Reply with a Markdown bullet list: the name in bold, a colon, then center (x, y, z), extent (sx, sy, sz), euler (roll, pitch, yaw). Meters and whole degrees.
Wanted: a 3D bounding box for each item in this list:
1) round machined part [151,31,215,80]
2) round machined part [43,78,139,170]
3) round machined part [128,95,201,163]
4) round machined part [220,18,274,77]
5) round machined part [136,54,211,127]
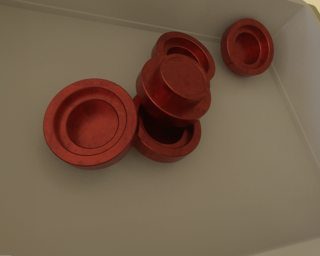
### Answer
- **round machined part**: center (0.031, -0.096, 0.472), extent (0.099, 0.042, 0.098), euler (14, 56, -21)
- **round machined part**: center (-0.072, -0.002, 0.341), extent (0.099, 0.042, 0.098), euler (-1, 71, 2)
- **round machined part**: center (0.000, 0.000, 0.396), extent (0.099, 0.042, 0.098), euler (14, 56, -21)
- **round machined part**: center (0.147, -0.137, 0.545), extent (0.099, 0.042, 0.097), euler (1, 88, -23)
- **round machined part**: center (0.023, -0.054, 0.388), extent (0.099, 0.042, 0.098), euler (14, 56, -21)
